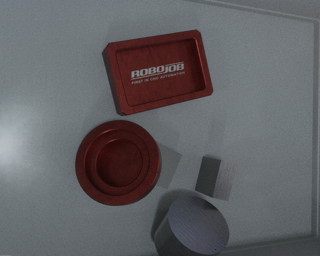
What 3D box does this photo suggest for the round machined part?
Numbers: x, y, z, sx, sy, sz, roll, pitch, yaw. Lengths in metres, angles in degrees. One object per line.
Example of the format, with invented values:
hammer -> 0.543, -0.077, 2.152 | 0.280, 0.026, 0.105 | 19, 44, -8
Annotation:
round machined part -> -0.046, 0.043, 0.370 | 0.098, 0.042, 0.098 | -2, 77, 8

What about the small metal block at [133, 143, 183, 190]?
small metal block -> -0.006, 0.047, 0.410 | 0.050, 0.025, 0.050 | 27, 81, -19

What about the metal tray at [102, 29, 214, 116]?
metal tray -> -0.001, -0.073, 0.408 | 0.131, 0.030, 0.089 | -15, 95, -20

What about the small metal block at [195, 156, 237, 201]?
small metal block -> 0.076, 0.069, 0.427 | 0.025, 0.050, 0.050 | 16, 85, -20

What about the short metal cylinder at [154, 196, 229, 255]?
short metal cylinder -> 0.039, 0.133, 0.390 | 0.081, 0.080, 0.050 | 9, 129, -20
